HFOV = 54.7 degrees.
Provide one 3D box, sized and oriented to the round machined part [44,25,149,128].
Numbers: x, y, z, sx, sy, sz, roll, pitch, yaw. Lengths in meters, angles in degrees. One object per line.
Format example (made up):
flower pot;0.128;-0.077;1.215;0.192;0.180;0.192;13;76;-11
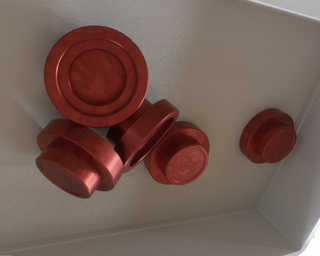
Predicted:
round machined part;-0.064;-0.052;0.317;0.099;0.042;0.097;-3;102;-12

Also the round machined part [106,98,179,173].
round machined part;-0.025;0.003;0.366;0.098;0.042;0.098;-47;170;-10

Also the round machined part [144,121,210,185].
round machined part;0.030;0.043;0.442;0.099;0.042;0.097;-14;125;-21

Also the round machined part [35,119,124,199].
round machined part;-0.092;0.039;0.333;0.042;0.098;0.098;-58;139;-34

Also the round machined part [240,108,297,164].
round machined part;0.185;0.020;0.514;0.099;0.042;0.097;-14;125;-21
